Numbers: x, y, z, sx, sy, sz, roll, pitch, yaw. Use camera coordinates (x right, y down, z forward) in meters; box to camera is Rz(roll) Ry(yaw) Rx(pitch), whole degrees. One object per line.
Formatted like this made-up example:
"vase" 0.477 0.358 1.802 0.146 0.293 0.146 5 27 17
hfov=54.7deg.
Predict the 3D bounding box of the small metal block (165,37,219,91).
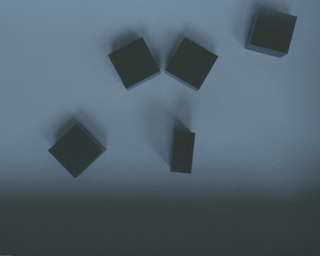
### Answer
"small metal block" 0.041 -0.083 0.411 0.050 0.025 0.050 30 90 0

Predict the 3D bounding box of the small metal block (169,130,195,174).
"small metal block" 0.028 0.029 0.399 0.025 0.050 0.050 6 90 0

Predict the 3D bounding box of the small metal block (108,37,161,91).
"small metal block" -0.033 -0.084 0.411 0.050 0.025 0.050 -28 90 0

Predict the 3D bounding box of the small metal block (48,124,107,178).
"small metal block" -0.108 0.030 0.410 0.050 0.025 0.050 -44 90 0

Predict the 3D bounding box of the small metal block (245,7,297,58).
"small metal block" 0.147 -0.126 0.412 0.050 0.025 0.050 15 90 0
